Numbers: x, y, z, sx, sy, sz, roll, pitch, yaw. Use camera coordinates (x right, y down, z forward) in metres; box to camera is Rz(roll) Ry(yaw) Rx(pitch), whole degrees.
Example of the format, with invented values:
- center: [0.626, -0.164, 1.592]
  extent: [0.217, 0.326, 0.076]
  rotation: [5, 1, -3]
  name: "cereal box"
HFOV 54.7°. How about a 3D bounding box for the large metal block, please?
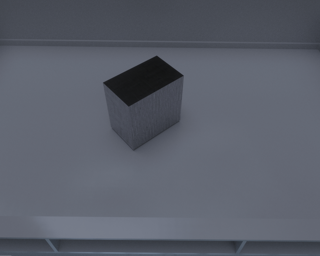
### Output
- center: [-0.019, -0.032, 0.392]
  extent: [0.081, 0.080, 0.050]
  rotation: [-33, 58, -25]
  name: "large metal block"
